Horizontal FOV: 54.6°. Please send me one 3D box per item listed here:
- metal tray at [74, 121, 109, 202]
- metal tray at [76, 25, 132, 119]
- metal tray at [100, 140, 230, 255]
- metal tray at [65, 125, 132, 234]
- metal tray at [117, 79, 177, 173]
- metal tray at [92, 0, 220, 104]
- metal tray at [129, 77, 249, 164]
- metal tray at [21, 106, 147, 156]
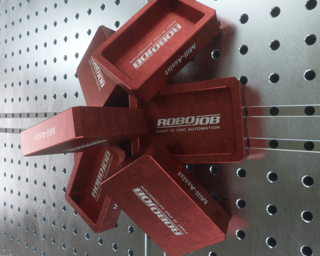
[{"bbox_3d":[-0.096,0.052,0.487,0.090,0.030,0.129,-5,86,39],"label":"metal tray"},{"bbox_3d":[-0.079,-0.078,0.451,0.090,0.030,0.130,-53,44,27],"label":"metal tray"},{"bbox_3d":[0.005,0.086,0.359,0.090,0.030,0.130,-36,101,35],"label":"metal tray"},{"bbox_3d":[-0.084,0.068,0.437,0.090,0.030,0.129,33,111,35],"label":"metal tray"},{"bbox_3d":[-0.023,0.000,0.426,0.090,0.030,0.129,-6,84,38],"label":"metal tray"},{"bbox_3d":[-0.006,-0.101,0.368,0.130,0.030,0.090,-45,57,-7],"label":"metal tray"},{"bbox_3d":[0.031,-0.005,0.358,0.130,0.030,0.090,-4,87,22],"label":"metal tray"},{"bbox_3d":[-0.090,0.006,0.358,0.130,0.091,0.030,-16,80,43],"label":"metal tray"}]
